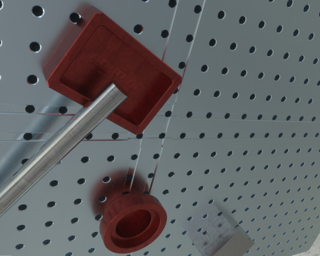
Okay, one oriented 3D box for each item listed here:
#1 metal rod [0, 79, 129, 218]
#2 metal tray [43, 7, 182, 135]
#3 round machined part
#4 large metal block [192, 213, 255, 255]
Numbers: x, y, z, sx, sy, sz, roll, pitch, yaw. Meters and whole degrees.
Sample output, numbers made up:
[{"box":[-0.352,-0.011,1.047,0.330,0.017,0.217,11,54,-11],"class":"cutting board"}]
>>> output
[{"box":[-0.151,0.058,0.342,0.300,0.025,0.025,-42,130,9],"class":"metal rod"},{"box":[-0.048,-0.057,0.347,0.130,0.030,0.090,32,101,-39],"class":"metal tray"},{"box":[-0.042,0.136,0.463,0.099,0.042,0.097,-14,125,-21],"class":"round machined part"},{"box":[0.125,0.224,0.605,0.080,0.050,0.080,-47,130,4],"class":"large metal block"}]
